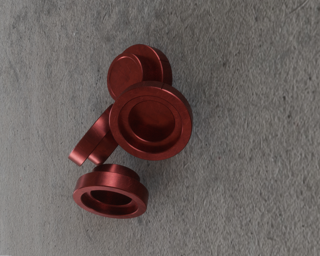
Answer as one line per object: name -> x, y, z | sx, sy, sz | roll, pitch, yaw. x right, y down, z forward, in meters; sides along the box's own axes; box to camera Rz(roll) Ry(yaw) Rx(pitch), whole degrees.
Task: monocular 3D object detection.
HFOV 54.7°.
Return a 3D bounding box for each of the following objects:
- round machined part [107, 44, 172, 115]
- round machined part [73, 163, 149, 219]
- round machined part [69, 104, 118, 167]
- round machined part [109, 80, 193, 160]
round machined part -> -0.034, -0.066, 0.422 | 0.098, 0.042, 0.097 | 0, 90, 40
round machined part -> -0.064, 0.084, 0.422 | 0.098, 0.098, 0.042 | -28, 39, 36
round machined part -> -0.081, 0.016, 0.437 | 0.042, 0.098, 0.098 | 39, 120, -7
round machined part -> -0.009, -0.012, 0.380 | 0.098, 0.042, 0.097 | 4, 118, 7
